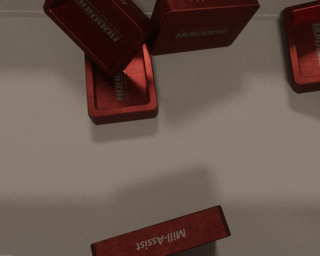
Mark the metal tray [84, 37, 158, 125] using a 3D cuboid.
[{"bbox_3d":[-0.056,-0.074,0.433,0.091,0.030,0.129,-7,70,-3],"label":"metal tray"}]

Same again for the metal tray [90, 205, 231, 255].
[{"bbox_3d":[0.001,0.119,0.331,0.131,0.090,0.030,-15,71,-6],"label":"metal tray"}]

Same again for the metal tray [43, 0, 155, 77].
[{"bbox_3d":[-0.080,-0.140,0.393,0.130,0.090,0.030,45,43,-2],"label":"metal tray"}]

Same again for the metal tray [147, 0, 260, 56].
[{"bbox_3d":[0.053,-0.140,0.411,0.131,0.090,0.030,-12,73,-19],"label":"metal tray"}]

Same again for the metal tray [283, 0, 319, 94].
[{"bbox_3d":[0.229,-0.118,0.436,0.090,0.030,0.130,-7,69,20],"label":"metal tray"}]
